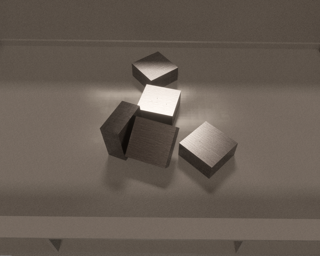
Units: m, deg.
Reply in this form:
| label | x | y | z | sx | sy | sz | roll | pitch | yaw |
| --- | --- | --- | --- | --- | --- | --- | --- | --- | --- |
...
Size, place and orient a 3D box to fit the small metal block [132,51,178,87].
| label | x | y | z | sx | sy | sz | roll | pitch | yaw |
| --- | --- | --- | --- | --- | --- | --- | --- | --- | --- |
| small metal block | -0.008 | -0.087 | 0.478 | 0.050 | 0.025 | 0.050 | -30 | 57 | -23 |

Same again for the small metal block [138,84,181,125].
| label | x | y | z | sx | sy | sz | roll | pitch | yaw |
| --- | --- | --- | --- | --- | --- | --- | --- | --- | --- |
| small metal block | -0.001 | -0.031 | 0.431 | 0.050 | 0.025 | 0.050 | 12 | 51 | 9 |

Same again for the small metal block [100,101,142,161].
| label | x | y | z | sx | sy | sz | roll | pitch | yaw |
| --- | --- | --- | --- | --- | --- | --- | --- | --- | --- |
| small metal block | -0.045 | 0.003 | 0.384 | 0.025 | 0.050 | 0.050 | 17 | 52 | 20 |

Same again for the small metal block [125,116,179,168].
| label | x | y | z | sx | sy | sz | roll | pitch | yaw |
| --- | --- | --- | --- | --- | --- | --- | --- | --- | --- |
| small metal block | -0.009 | 0.017 | 0.374 | 0.050 | 0.025 | 0.050 | 16 | 90 | 12 |

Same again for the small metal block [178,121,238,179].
| label | x | y | z | sx | sy | sz | roll | pitch | yaw |
| --- | --- | --- | --- | --- | --- | --- | --- | --- | --- |
| small metal block | 0.059 | 0.026 | 0.384 | 0.050 | 0.025 | 0.050 | 38 | 59 | 27 |
